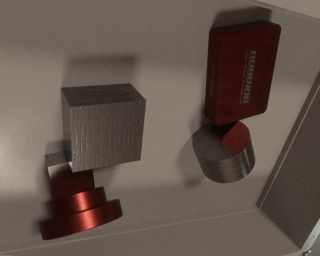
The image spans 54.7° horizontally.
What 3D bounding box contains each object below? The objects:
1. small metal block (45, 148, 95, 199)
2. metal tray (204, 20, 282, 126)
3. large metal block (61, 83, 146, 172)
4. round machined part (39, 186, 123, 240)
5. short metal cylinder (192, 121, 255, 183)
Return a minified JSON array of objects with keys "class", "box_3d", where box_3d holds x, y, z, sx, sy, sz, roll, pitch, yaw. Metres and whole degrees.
[{"class":"small metal block","box_3d":[-0.111,0.055,0.383,0.050,0.025,0.050,-12,124,-22]},{"class":"metal tray","box_3d":[0.110,-0.073,0.422,0.091,0.030,0.129,-15,125,-20]},{"class":"large metal block","box_3d":[-0.066,-0.003,0.356,0.081,0.050,0.079,-8,122,-25]},{"class":"round machined part","box_3d":[-0.099,0.102,0.385,0.099,0.098,0.042,-12,81,-22]},{"class":"short metal cylinder","box_3d":[0.092,0.032,0.446,0.080,0.080,0.050,-31,129,-9]}]
